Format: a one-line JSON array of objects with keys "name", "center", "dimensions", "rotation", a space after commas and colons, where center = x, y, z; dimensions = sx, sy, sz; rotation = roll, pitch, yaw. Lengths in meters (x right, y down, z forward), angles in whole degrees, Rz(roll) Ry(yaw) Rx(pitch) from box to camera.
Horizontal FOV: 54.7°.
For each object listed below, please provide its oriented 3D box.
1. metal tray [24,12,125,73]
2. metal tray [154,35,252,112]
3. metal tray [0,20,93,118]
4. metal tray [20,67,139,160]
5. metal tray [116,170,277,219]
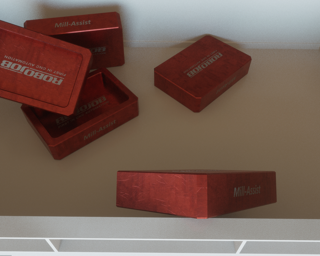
[{"name": "metal tray", "center": [-0.121, -0.124, 0.461], "dimensions": [0.131, 0.090, 0.030], "rotation": [-9, 67, -8]}, {"name": "metal tray", "center": [0.066, -0.088, 0.477], "dimensions": [0.090, 0.030, 0.131], "rotation": [37, 59, 26]}, {"name": "metal tray", "center": [-0.161, -0.073, 0.391], "dimensions": [0.131, 0.030, 0.090], "rotation": [17, 86, -9]}, {"name": "metal tray", "center": [-0.106, -0.025, 0.421], "dimensions": [0.131, 0.030, 0.090], "rotation": [-31, 57, -24]}, {"name": "metal tray", "center": [0.037, 0.054, 0.280], "dimensions": [0.090, 0.131, 0.030], "rotation": [-5, 81, 41]}]
